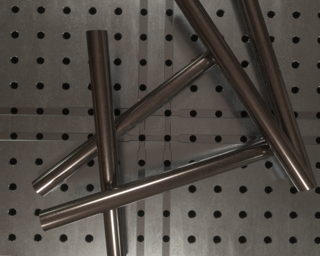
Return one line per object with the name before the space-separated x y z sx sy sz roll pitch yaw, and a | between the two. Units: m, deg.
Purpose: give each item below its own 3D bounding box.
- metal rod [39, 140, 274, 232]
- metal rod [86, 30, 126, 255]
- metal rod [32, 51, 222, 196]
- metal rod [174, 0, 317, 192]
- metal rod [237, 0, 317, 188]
metal rod | 0.008 0.066 0.386 0.302 0.025 0.025 -16 90 -12
metal rod | -0.066 0.033 0.389 0.025 0.025 0.298 -4 99 0
metal rod | -0.041 -0.011 0.412 0.301 0.025 0.025 -37 90 -1
metal rod | 0.104 -0.052 0.389 0.025 0.025 0.299 -33 91 0
metal rod | 0.152 -0.063 0.415 0.025 0.025 0.298 -18 90 0
